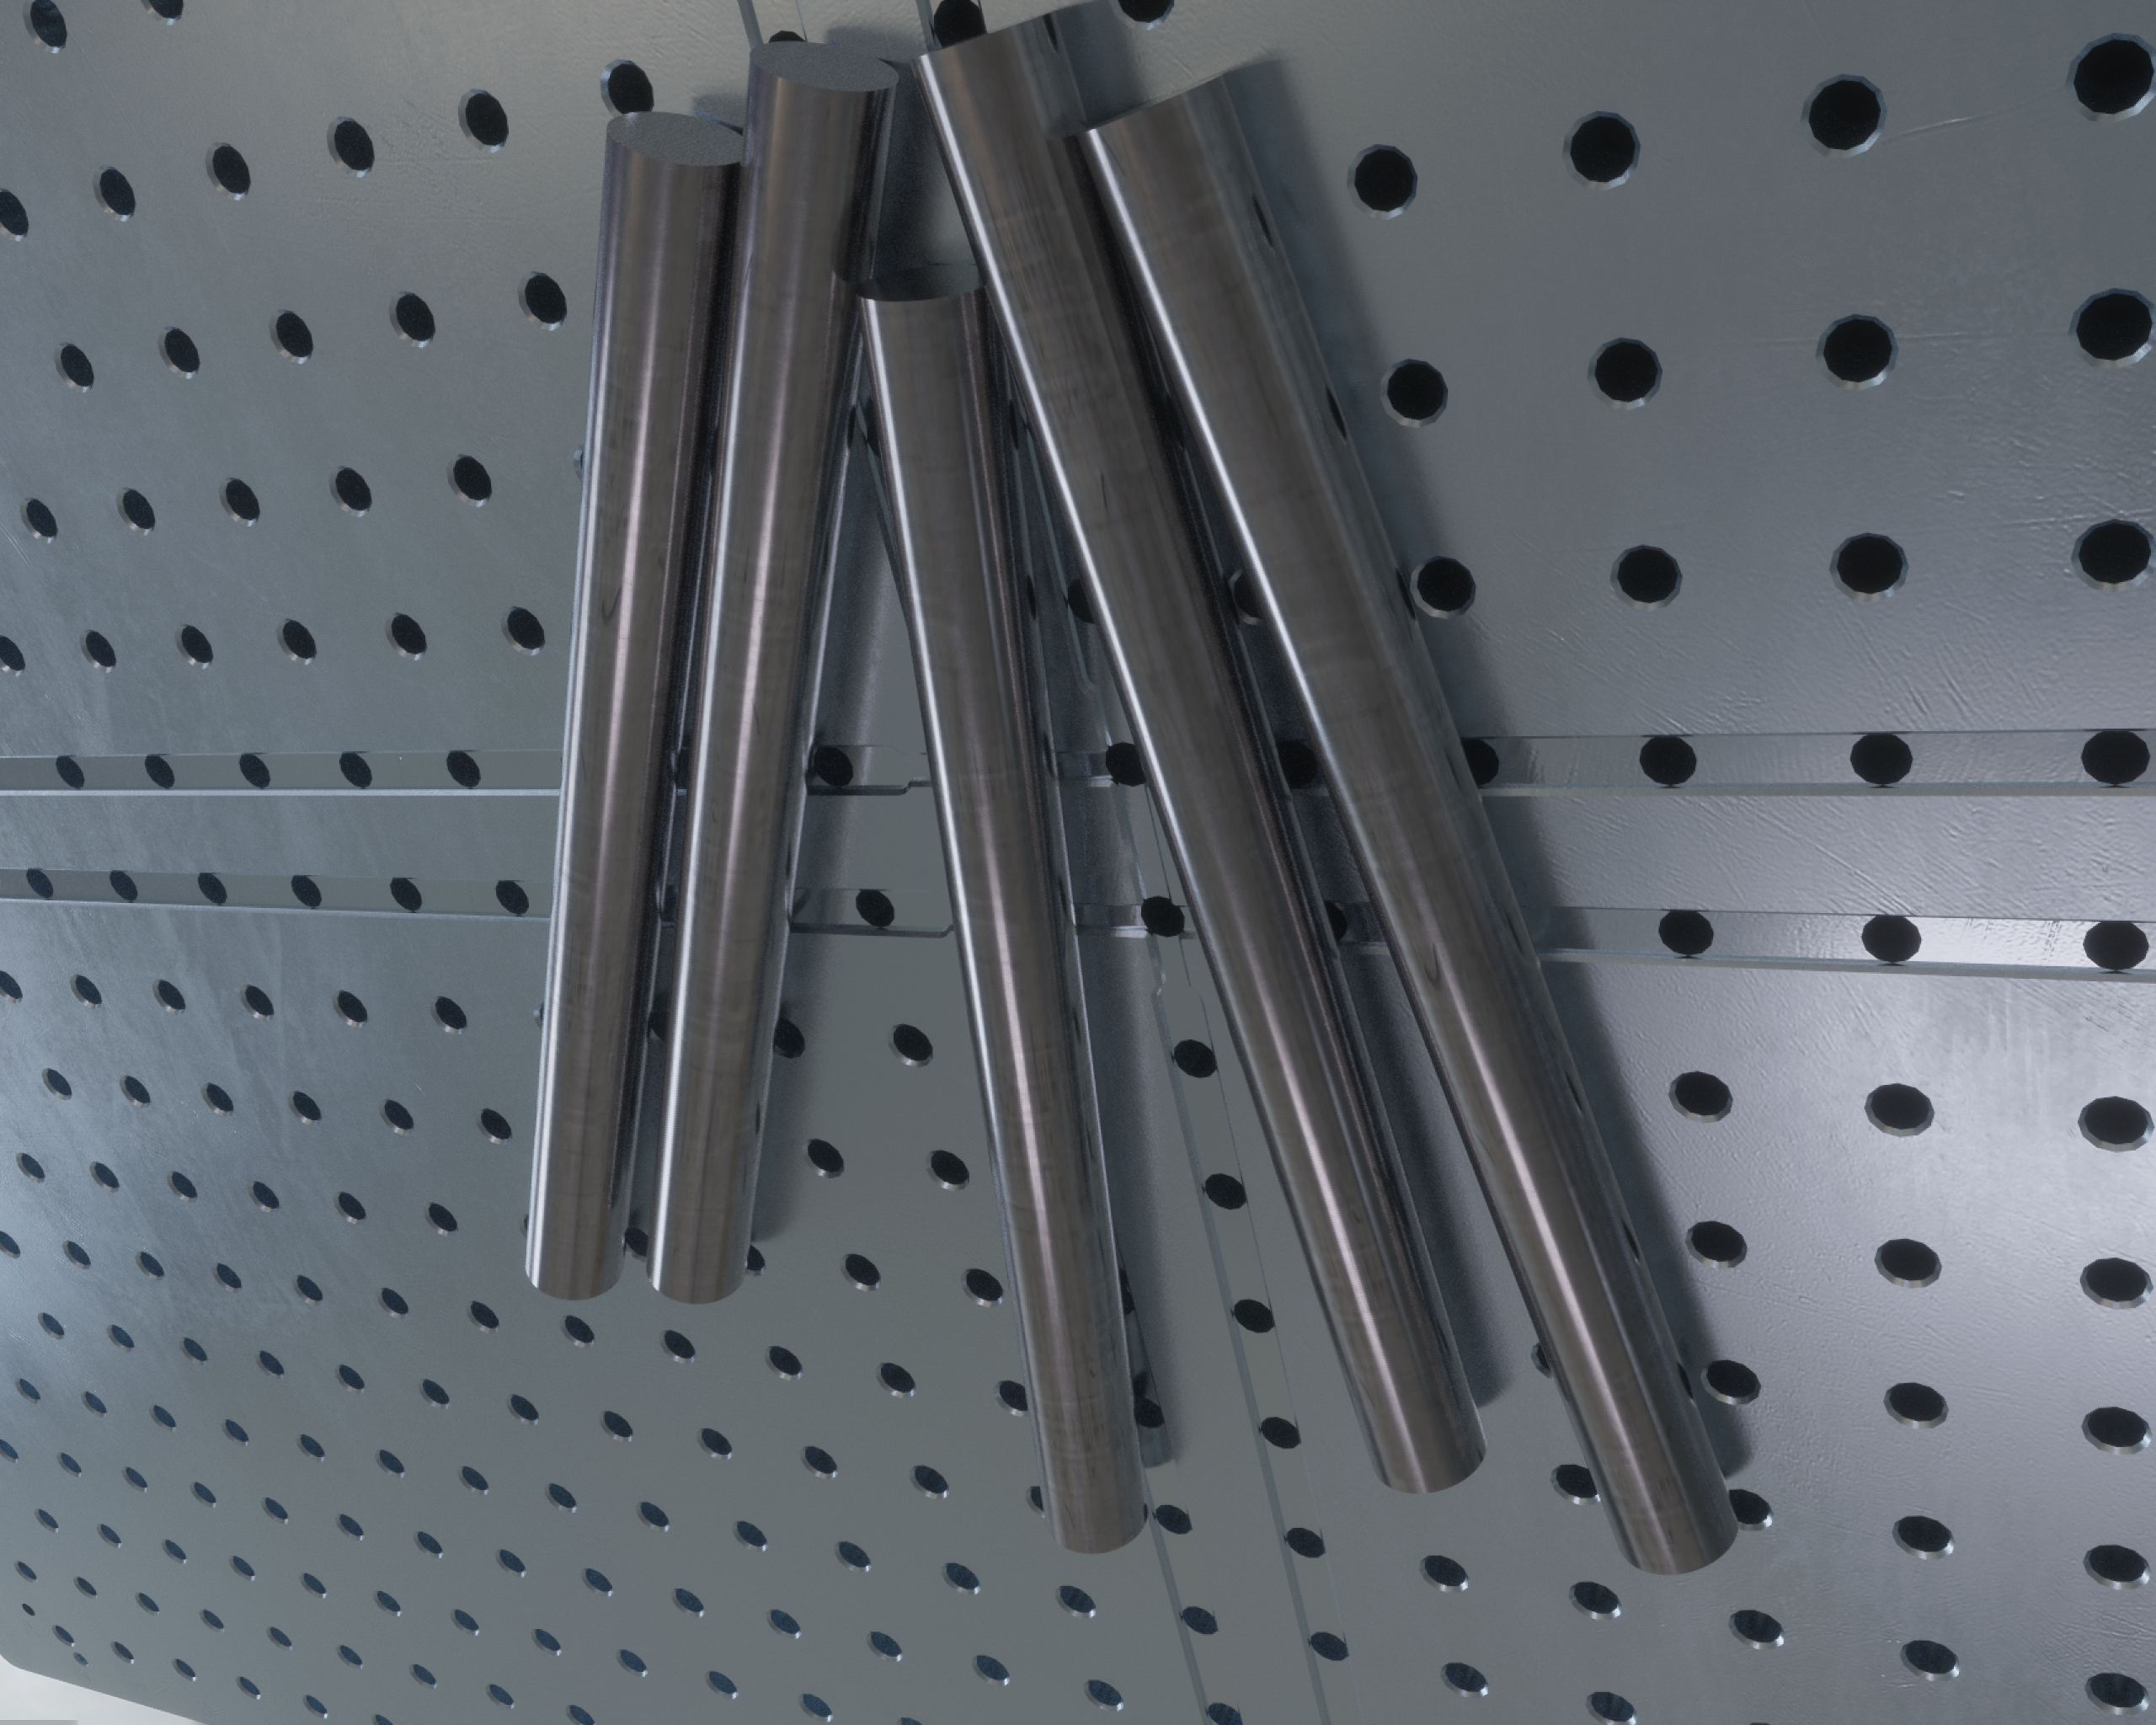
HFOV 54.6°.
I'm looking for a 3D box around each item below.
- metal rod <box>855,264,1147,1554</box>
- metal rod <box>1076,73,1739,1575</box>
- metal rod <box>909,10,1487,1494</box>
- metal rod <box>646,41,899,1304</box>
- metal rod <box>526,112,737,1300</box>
[{"bbox_3d":[-0.011,0.029,0.435,0.025,0.025,0.298,8,122,24],"label":"metal rod"},{"bbox_3d":[0.068,0.009,0.381,0.025,0.025,0.299,-10,113,33],"label":"metal rod"},{"bbox_3d":[0.030,-0.003,0.394,0.025,0.025,0.299,-5,116,31],"label":"metal rod"},{"bbox_3d":[-0.069,-0.016,0.439,0.025,0.025,0.298,23,127,14],"label":"metal rod"},{"bbox_3d":[-0.101,-0.012,0.457,0.025,0.025,0.298,24,127,13],"label":"metal rod"}]
